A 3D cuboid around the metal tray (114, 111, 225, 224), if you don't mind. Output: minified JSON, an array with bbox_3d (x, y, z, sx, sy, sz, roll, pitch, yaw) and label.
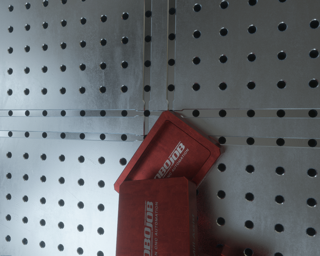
[{"bbox_3d":[0.010,0.054,0.406,0.090,0.030,0.130,37,102,16],"label":"metal tray"}]

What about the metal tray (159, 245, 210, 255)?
[{"bbox_3d":[0.054,0.199,0.358,0.130,0.030,0.090,14,95,19],"label":"metal tray"}]

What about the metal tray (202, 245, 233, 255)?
[{"bbox_3d":[0.043,0.215,0.395,0.130,0.030,0.090,-25,82,18],"label":"metal tray"}]

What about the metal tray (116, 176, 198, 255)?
[{"bbox_3d":[-0.004,0.126,0.359,0.090,0.030,0.130,-9,67,23],"label":"metal tray"}]
